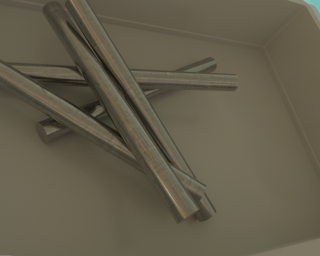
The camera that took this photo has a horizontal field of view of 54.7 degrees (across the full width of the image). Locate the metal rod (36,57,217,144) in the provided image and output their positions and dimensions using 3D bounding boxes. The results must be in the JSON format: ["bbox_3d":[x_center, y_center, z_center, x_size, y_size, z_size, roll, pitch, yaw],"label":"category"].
[{"bbox_3d":[-0.021,-0.050,0.426,0.302,0.025,0.025,-28,77,-38],"label":"metal rod"}]

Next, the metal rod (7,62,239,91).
[{"bbox_3d":[-0.037,-0.063,0.396,0.303,0.025,0.025,-1,62,-19],"label":"metal rod"}]

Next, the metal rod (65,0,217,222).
[{"bbox_3d":[-0.021,-0.021,0.368,0.025,0.025,0.299,-34,94,-38],"label":"metal rod"}]

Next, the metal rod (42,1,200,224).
[{"bbox_3d":[-0.054,-0.033,0.338,0.025,0.025,0.299,-20,65,-36],"label":"metal rod"}]

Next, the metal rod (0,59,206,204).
[{"bbox_3d":[-0.082,-0.005,0.331,0.301,0.025,0.025,32,51,-6],"label":"metal rod"}]
